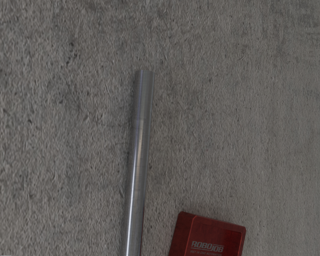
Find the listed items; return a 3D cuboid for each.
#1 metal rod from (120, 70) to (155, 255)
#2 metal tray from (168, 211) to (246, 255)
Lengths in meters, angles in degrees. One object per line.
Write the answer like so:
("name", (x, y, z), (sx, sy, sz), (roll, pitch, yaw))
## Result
("metal rod", (-0.030, 0.079, 0.379), (0.025, 0.025, 0.298), (7, 85, -40))
("metal tray", (0.073, 0.181, 0.462), (0.131, 0.030, 0.090), (24, 75, -37))
